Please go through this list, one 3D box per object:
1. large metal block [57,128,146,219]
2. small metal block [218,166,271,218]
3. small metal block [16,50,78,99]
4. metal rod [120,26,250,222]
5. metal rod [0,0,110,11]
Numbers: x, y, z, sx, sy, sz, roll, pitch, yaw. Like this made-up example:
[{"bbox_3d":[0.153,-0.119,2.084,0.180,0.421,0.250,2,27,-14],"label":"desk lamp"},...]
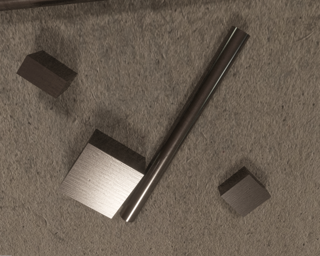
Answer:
[{"bbox_3d":[-0.076,0.061,0.418,0.080,0.050,0.080,32,107,-12],"label":"large metal block"},{"bbox_3d":[0.121,0.092,0.445,0.050,0.025,0.050,-42,105,13],"label":"small metal block"},{"bbox_3d":[-0.133,-0.065,0.371,0.050,0.050,0.025,34,106,-12],"label":"small metal block"},{"bbox_3d":[0.024,0.007,0.412,0.025,0.025,0.298,27,108,-10],"label":"metal rod"},{"bbox_3d":[-0.043,-0.160,0.350,0.302,0.025,0.025,-5,110,1],"label":"metal rod"}]
